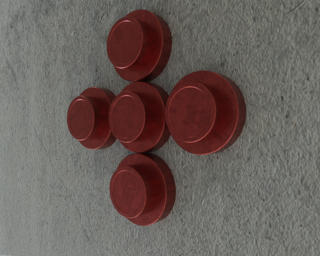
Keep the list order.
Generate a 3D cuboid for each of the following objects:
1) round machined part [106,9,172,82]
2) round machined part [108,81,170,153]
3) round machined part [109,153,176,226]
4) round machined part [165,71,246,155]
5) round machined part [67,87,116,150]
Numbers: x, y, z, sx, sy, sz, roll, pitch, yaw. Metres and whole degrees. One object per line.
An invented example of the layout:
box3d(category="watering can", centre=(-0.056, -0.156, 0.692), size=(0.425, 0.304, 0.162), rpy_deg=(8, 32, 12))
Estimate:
box3d(category="round machined part", centre=(-0.035, -0.112, 0.422), size=(0.098, 0.042, 0.097), rpy_deg=(0, 90, 39))
box3d(category="round machined part", centre=(-0.032, -0.015, 0.420), size=(0.098, 0.042, 0.097), rpy_deg=(0, 90, 39))
box3d(category="round machined part", centre=(-0.030, 0.083, 0.418), size=(0.098, 0.042, 0.097), rpy_deg=(0, 90, 39))
box3d(category="round machined part", centre=(0.044, -0.018, 0.357), size=(0.098, 0.042, 0.097), rpy_deg=(0, 90, 39))
box3d(category="round machined part", centre=(-0.108, -0.015, 0.481), size=(0.098, 0.042, 0.097), rpy_deg=(0, 90, 39))
